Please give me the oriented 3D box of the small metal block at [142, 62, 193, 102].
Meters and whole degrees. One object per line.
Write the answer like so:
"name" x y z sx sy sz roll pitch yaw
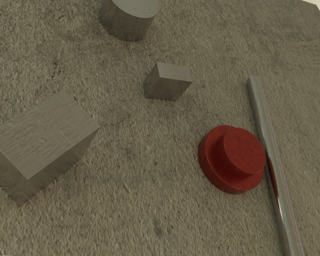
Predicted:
"small metal block" 0.010 -0.063 0.433 0.050 0.050 0.025 4 60 -27

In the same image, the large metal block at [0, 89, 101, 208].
"large metal block" -0.113 0.020 0.296 0.050 0.080 0.080 46 51 3

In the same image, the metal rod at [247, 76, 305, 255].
"metal rod" 0.170 0.044 0.470 0.025 0.025 0.299 12 57 -22

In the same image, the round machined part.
"round machined part" 0.105 0.038 0.428 0.099 0.042 0.098 14 56 -21

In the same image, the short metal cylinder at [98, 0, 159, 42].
"short metal cylinder" -0.048 -0.180 0.473 0.081 0.050 0.080 14 56 -21
